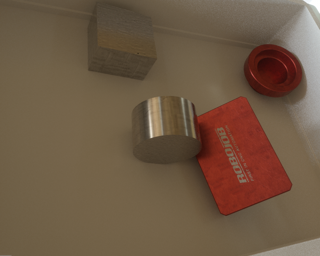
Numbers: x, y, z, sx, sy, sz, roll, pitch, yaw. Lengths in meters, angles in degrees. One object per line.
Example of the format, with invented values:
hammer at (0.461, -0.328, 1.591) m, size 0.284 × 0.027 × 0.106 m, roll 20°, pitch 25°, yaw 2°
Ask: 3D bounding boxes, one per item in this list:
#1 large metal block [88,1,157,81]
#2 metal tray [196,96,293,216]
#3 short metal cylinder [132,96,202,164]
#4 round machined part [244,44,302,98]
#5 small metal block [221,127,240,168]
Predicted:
large metal block at (-0.055, -0.120, 0.434) m, size 0.081 × 0.050 × 0.080 m, roll 7°, pitch 59°, yaw -25°
metal tray at (0.096, 0.035, 0.399) m, size 0.130 × 0.090 × 0.030 m, roll 68°, pitch 11°, yaw 20°
short metal cylinder at (0.007, 0.005, 0.373) m, size 0.081 × 0.080 × 0.050 m, roll 9°, pitch 58°, yaw -24°
round machined part at (0.195, -0.097, 0.550) m, size 0.099 × 0.042 × 0.098 m, roll 4°, pitch 66°, yaw -8°
small metal block at (0.104, 0.029, 0.430) m, size 0.025 × 0.050 × 0.050 m, roll 12°, pitch 57°, yaw -23°
